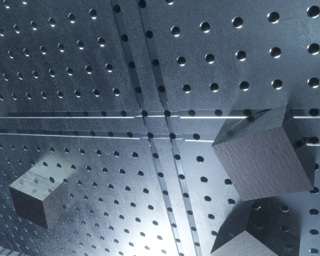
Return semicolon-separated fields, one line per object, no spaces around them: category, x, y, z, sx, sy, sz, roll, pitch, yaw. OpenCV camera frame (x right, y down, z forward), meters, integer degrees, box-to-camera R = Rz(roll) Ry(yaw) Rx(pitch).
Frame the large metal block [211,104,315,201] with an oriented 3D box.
large metal block;0.118;0.030;0.352;0.080;0.050;0.080;-21;107;36

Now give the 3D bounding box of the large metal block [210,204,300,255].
large metal block;0.131;0.165;0.428;0.080;0.050;0.080;38;129;3

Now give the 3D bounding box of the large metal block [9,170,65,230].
large metal block;-0.240;0.141;0.610;0.080;0.050;0.079;17;125;18
